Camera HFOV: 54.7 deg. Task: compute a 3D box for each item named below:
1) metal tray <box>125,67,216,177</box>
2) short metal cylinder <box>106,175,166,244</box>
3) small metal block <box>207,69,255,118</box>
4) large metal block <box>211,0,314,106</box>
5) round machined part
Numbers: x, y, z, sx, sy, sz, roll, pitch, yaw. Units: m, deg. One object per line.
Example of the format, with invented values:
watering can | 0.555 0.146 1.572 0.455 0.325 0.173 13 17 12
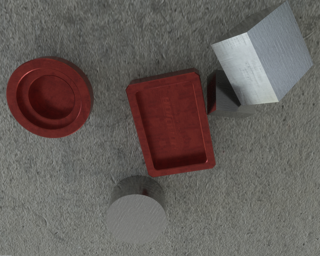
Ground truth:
metal tray | 0.017 -0.005 0.401 0.090 0.030 0.129 -10 110 9
short metal cylinder | -0.032 0.115 0.438 0.081 0.050 0.079 0 110 -1
small metal block | 0.086 -0.041 0.379 0.050 0.025 0.050 5 77 -15
large metal block | 0.116 -0.082 0.347 0.080 0.050 0.080 -41 110 -27
round machined part | -0.131 -0.040 0.384 0.099 0.042 0.097 0 110 -1
